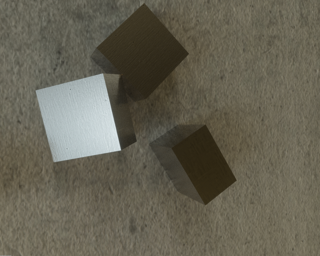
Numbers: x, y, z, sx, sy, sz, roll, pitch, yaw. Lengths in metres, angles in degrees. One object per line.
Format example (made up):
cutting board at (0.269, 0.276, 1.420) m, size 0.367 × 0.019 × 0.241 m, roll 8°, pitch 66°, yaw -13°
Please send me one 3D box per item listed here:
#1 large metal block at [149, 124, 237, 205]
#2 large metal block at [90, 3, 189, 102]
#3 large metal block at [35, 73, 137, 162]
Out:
large metal block at (0.039, 0.042, 0.395) m, size 0.050 × 0.080 × 0.080 m, roll -34°, pitch 101°, yaw -17°
large metal block at (-0.026, -0.091, 0.387) m, size 0.080 × 0.050 × 0.080 m, roll 46°, pitch 76°, yaw -15°
large metal block at (-0.080, -0.012, 0.347) m, size 0.080 × 0.050 × 0.080 m, roll -11°, pitch 95°, yaw 15°
